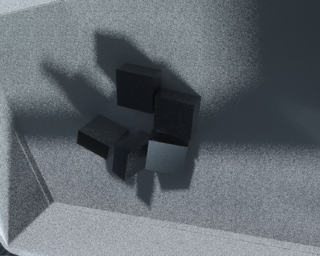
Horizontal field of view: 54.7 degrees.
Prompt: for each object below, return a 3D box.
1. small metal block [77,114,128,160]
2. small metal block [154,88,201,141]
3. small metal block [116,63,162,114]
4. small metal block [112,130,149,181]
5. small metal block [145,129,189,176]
[{"bbox_3d":[-0.082,0.012,0.443,0.050,0.050,0.025,27,128,11],"label":"small metal block"},{"bbox_3d":[0.021,-0.017,0.387,0.050,0.025,0.050,16,125,19],"label":"small metal block"},{"bbox_3d":[-0.027,-0.050,0.392,0.050,0.025,0.050,15,125,19],"label":"small metal block"},{"bbox_3d":[-0.038,0.038,0.433,0.025,0.050,0.050,34,131,28],"label":"small metal block"},{"bbox_3d":[0.009,0.033,0.416,0.050,0.025,0.050,10,125,2],"label":"small metal block"}]
